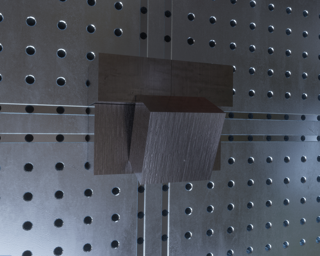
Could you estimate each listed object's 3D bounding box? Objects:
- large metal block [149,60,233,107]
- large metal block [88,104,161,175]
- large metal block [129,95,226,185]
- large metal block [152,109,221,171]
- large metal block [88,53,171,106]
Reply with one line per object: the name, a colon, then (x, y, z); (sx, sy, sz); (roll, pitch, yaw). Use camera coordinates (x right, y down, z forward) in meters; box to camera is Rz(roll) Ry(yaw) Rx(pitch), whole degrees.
large metal block: (0.037, -0.051, 0.397); (0.081, 0.080, 0.050); (1, 90, -20)
large metal block: (-0.044, 0.013, 0.382); (0.081, 0.050, 0.079); (1, 90, -21)
large metal block: (0.015, 0.011, 0.335); (0.081, 0.050, 0.079); (0, 114, -21)
large metal block: (0.032, 0.014, 0.410); (0.081, 0.050, 0.079); (1, 90, -21)
large metal block: (-0.039, -0.052, 0.368); (0.081, 0.080, 0.050); (1, 90, -20)
